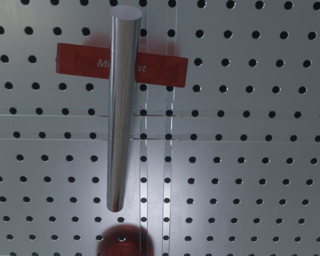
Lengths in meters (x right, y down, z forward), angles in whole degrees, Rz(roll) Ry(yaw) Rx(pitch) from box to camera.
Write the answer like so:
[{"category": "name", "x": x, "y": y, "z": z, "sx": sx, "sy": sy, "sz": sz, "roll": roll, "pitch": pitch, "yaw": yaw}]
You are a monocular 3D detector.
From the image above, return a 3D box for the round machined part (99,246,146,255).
[{"category": "round machined part", "x": -0.058, "y": 0.227, "z": 0.488, "sx": 0.099, "sy": 0.042, "sz": 0.097, "roll": 0, "pitch": 110, "yaw": 0}]

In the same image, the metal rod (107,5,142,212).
[{"category": "metal rod", "x": -0.046, "y": 0.011, "z": 0.350, "sx": 0.025, "sy": 0.025, "sz": 0.298, "roll": 8, "pitch": 136, "yaw": -3}]

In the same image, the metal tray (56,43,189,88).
[{"category": "metal tray", "x": -0.039, "y": -0.070, "z": 0.350, "sx": 0.131, "sy": 0.090, "sz": 0.030, "roll": 6, "pitch": 101, "yaw": -3}]
